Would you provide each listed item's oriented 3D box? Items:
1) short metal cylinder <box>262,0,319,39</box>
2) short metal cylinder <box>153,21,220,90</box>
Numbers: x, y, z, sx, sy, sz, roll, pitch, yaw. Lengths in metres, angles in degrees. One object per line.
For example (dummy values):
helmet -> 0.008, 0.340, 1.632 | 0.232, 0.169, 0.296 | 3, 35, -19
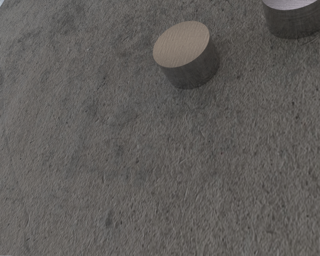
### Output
short metal cylinder -> 0.174, -0.161, 0.395 | 0.080, 0.050, 0.080 | -13, 56, 21
short metal cylinder -> 0.037, -0.100, 0.430 | 0.080, 0.050, 0.080 | -13, 56, 21
